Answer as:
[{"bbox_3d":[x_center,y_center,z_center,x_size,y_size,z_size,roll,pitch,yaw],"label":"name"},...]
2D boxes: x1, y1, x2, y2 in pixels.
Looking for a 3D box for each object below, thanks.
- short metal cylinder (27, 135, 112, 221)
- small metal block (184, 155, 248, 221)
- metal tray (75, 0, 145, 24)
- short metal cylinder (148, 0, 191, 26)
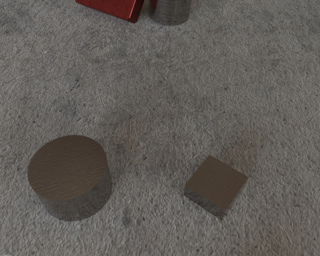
[{"bbox_3d":[-0.096,0.054,0.341,0.081,0.050,0.080,0,50,0],"label":"short metal cylinder"},{"bbox_3d":[0.062,0.066,0.348,0.050,0.025,0.050,31,56,23],"label":"small metal block"},{"bbox_3d":[-0.090,-0.260,0.581,0.130,0.089,0.030,25,13,19],"label":"metal tray"},{"bbox_3d":[0.019,-0.238,0.583,0.081,0.050,0.080,3,51,-4],"label":"short metal cylinder"}]
